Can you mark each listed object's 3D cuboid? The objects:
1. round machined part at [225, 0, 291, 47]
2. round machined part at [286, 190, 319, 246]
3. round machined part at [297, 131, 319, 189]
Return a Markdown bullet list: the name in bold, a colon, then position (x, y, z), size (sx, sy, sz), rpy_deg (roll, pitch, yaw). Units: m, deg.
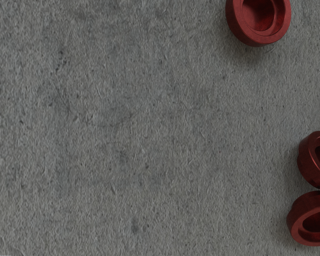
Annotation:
- **round machined part**: position (0.137, -0.166, 0.450), size (0.099, 0.042, 0.097), rpy_deg (0, 90, -20)
- **round machined part**: position (0.242, 0.133, 0.472), size (0.099, 0.042, 0.097), rpy_deg (0, 125, 0)
- **round machined part**: position (0.254, 0.056, 0.478), size (0.099, 0.042, 0.098), rpy_deg (13, 52, -18)
